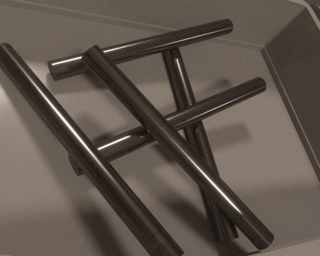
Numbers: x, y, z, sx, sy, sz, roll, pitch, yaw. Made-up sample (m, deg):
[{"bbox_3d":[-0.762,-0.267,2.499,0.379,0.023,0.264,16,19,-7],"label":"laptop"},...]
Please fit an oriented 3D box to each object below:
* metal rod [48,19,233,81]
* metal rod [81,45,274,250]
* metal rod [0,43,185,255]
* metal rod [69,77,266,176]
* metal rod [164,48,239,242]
[{"bbox_3d":[-0.009,-0.120,0.450,0.302,0.025,0.025,-23,74,-28],"label":"metal rod"},{"bbox_3d":[0.022,0.024,0.358,0.300,0.025,0.025,47,51,-3],"label":"metal rod"},{"bbox_3d":[-0.086,0.016,0.319,0.025,0.025,0.300,-30,69,-38],"label":"metal rod"},{"bbox_3d":[0.030,-0.013,0.403,0.302,0.025,0.025,-23,75,-28],"label":"metal rod"},{"bbox_3d":[0.050,0.002,0.432,0.025,0.025,0.299,1,62,-28],"label":"metal rod"}]
